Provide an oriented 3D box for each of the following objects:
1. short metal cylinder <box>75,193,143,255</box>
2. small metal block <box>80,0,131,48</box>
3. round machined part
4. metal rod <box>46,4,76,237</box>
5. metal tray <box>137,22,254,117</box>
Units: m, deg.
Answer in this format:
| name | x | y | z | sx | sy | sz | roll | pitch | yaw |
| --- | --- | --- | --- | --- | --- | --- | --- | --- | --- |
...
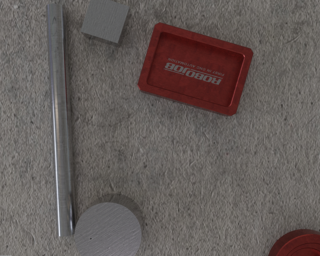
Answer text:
| name | x | y | z | sx | sy | sz | roll | pitch | yaw |
| --- | --- | --- | --- | --- | --- | --- | --- | --- | --- |
| short metal cylinder | -0.062 | 0.129 | 0.397 | 0.081 | 0.050 | 0.080 | 0 | 90 | 0 |
| small metal block | -0.071 | -0.140 | 0.409 | 0.050 | 0.025 | 0.050 | 18 | 90 | 0 |
| round machined part | 0.188 | 0.180 | 0.403 | 0.099 | 0.042 | 0.097 | 0 | 90 | 0 |
| metal rod | -0.130 | -0.010 | 0.408 | 0.025 | 0.025 | 0.298 | -3 | 90 | 0 |
| metal tray | 0.045 | -0.075 | 0.407 | 0.131 | 0.030 | 0.090 | 16 | 90 | 0 |
